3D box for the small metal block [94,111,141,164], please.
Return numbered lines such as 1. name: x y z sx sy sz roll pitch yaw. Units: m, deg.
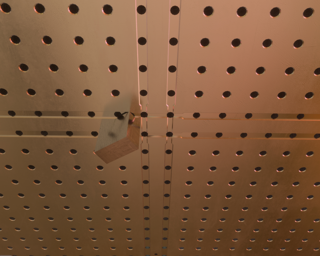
1. small metal block: -0.054 0.012 0.405 0.050 0.050 0.025 -26 126 20
